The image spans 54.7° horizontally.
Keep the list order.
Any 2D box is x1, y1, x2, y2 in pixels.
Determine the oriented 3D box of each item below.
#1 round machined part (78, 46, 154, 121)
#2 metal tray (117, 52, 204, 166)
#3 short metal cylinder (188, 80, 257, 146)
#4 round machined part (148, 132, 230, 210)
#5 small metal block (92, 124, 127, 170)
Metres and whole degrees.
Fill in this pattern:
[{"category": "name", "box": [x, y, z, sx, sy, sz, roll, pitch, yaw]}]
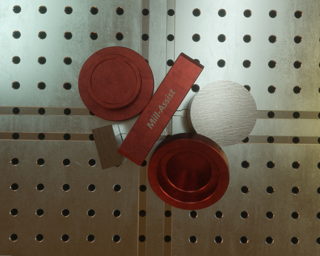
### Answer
[{"category": "round machined part", "box": [-0.057, -0.057, 0.400, 0.099, 0.042, 0.097, 0, 90, 0]}, {"category": "metal tray", "box": [0.001, -0.021, 0.377, 0.030, 0.090, 0.130, 33, 90, 0]}, {"category": "short metal cylinder", "box": [0.077, -0.018, 0.397, 0.081, 0.050, 0.079, 0, 90, 0]}, {"category": "round machined part", "box": [0.037, 0.050, 0.390, 0.098, 0.042, 0.097, 4, 112, 9]}, {"category": "small metal block", "box": [-0.063, 0.023, 0.396, 0.025, 0.050, 0.050, -15, 90, 0]}]
